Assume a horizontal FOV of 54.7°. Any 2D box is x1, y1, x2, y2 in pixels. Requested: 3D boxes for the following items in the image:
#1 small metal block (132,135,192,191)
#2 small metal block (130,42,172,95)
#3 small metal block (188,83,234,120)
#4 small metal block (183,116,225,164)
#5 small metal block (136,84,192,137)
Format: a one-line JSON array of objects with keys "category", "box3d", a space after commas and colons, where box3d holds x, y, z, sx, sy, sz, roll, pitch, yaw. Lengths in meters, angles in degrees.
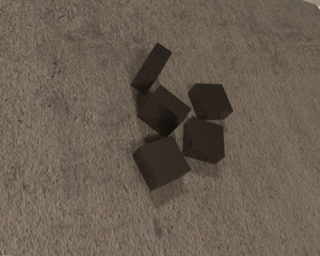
[{"category": "small metal block", "box3d": [0.002, 0.043, 0.380, 0.050, 0.025, 0.050, -18, 71, -35]}, {"category": "small metal block", "box3d": [-0.012, -0.083, 0.433, 0.025, 0.050, 0.050, 32, 51, -8]}, {"category": "small metal block", "box3d": [0.077, -0.040, 0.472, 0.050, 0.025, 0.050, -3, 63, -30]}, {"category": "small metal block", "box3d": [0.060, 0.017, 0.428, 0.050, 0.025, 0.050, 17, 55, -19]}, {"category": "small metal block", "box3d": [0.004, -0.020, 0.404, 0.050, 0.050, 0.025, 38, 51, -3]}]
